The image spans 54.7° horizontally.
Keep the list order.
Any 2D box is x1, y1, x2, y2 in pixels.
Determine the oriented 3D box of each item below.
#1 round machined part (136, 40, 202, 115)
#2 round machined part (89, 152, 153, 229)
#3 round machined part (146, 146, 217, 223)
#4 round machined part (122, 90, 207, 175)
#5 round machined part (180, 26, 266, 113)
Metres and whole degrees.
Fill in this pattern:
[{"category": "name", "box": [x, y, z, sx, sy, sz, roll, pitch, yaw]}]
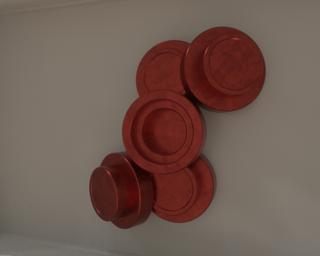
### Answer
[{"category": "round machined part", "box": [0.014, -0.063, 0.394, 0.098, 0.042, 0.097, 0, 90, 19]}, {"category": "round machined part", "box": [-0.056, 0.081, 0.396, 0.098, 0.042, 0.097, 6, 98, 49]}, {"category": "round machined part", "box": [0.019, 0.072, 0.392, 0.098, 0.042, 0.097, 0, 90, 19]}, {"category": "round machined part", "box": [0.008, 0.005, 0.373, 0.098, 0.042, 0.097, 0, 90, 19]}, {"category": "round machined part", "box": [0.075, -0.067, 0.350, 0.099, 0.042, 0.097, 0, 87, -11]}]
